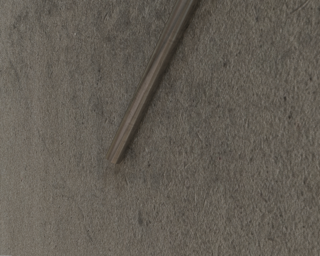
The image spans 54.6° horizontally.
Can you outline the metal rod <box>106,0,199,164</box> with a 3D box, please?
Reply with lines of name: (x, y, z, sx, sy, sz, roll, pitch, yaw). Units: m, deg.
metal rod: (-0.006, -0.078, 0.410, 0.025, 0.025, 0.298, 41, 115, 32)
